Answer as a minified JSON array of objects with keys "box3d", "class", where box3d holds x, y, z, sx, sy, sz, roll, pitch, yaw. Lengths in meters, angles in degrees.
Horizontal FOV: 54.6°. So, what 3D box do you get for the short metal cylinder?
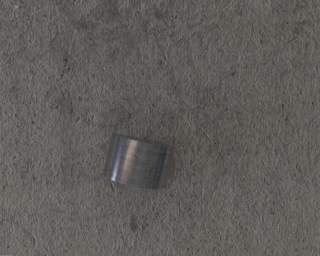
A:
[{"box3d":[-0.025,0.040,0.382,0.080,0.080,0.050,13,90,0],"class":"short metal cylinder"}]
